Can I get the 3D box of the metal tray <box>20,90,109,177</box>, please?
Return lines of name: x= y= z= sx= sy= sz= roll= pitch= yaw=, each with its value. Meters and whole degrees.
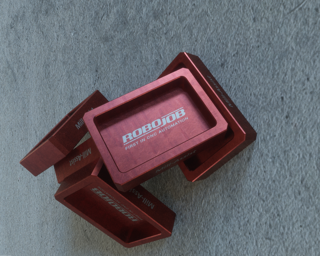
metal tray: x=-0.135 y=0.004 z=0.453 sx=0.090 sy=0.130 sz=0.030 roll=-30 pitch=110 yaw=35

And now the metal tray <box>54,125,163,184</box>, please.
metal tray: x=-0.070 y=0.036 z=0.420 sx=0.130 sy=0.091 sz=0.030 roll=-31 pitch=71 yaw=35

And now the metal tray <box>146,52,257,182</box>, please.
metal tray: x=0.040 y=-0.014 z=0.369 sx=0.090 sy=0.030 sz=0.130 roll=-46 pitch=63 yaw=30

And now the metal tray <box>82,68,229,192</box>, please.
metal tray: x=-0.005 y=-0.001 z=0.336 sx=0.131 sy=0.030 sz=0.090 roll=-27 pitch=67 yaw=-11

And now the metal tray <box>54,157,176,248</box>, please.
metal tray: x=-0.055 y=0.100 z=0.393 sx=0.090 sy=0.130 sz=0.030 roll=-31 pitch=26 yaw=36
